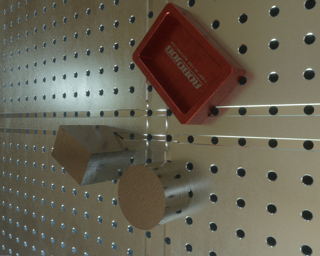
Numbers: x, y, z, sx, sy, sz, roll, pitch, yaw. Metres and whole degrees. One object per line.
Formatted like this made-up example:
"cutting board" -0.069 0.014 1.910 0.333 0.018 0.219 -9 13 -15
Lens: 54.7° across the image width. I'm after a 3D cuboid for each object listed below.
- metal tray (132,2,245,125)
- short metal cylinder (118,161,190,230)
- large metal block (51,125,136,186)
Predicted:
"metal tray" 0.029 -0.079 0.382 0.090 0.030 0.130 -50 61 28
"short metal cylinder" -0.008 0.085 0.400 0.080 0.050 0.079 0 90 40
"large metal block" -0.097 0.036 0.454 0.080 0.081 0.050 34 111 35
